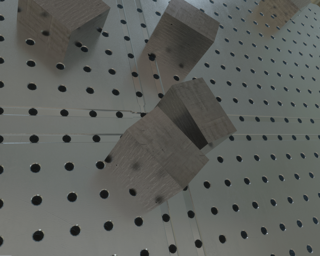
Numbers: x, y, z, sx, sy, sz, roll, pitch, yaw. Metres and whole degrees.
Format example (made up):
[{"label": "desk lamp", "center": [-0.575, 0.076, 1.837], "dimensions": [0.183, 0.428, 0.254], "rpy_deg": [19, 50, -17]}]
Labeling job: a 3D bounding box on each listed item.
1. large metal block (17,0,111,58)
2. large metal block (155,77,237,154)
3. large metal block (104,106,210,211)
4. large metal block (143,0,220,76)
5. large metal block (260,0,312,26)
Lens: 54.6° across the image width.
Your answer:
[{"label": "large metal block", "center": [-0.128, -0.154, 0.417], "dimensions": [0.080, 0.050, 0.080], "rpy_deg": [40, 51, -2]}, {"label": "large metal block", "center": [0.036, -0.005, 0.395], "dimensions": [0.050, 0.080, 0.080], "rpy_deg": [-20, 72, -35]}, {"label": "large metal block", "center": [-0.007, 0.036, 0.347], "dimensions": [0.080, 0.080, 0.050], "rpy_deg": [46, 51, 4]}, {"label": "large metal block", "center": [0.032, -0.140, 0.475], "dimensions": [0.080, 0.080, 0.050], "rpy_deg": [28, 52, -10]}, {"label": "large metal block", "center": [0.298, -0.299, 0.734], "dimensions": [0.080, 0.050, 0.080], "rpy_deg": [49, 51, 6]}]
